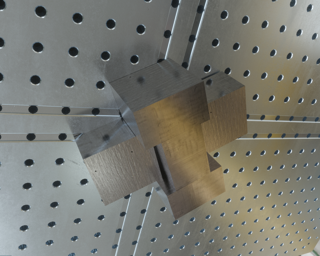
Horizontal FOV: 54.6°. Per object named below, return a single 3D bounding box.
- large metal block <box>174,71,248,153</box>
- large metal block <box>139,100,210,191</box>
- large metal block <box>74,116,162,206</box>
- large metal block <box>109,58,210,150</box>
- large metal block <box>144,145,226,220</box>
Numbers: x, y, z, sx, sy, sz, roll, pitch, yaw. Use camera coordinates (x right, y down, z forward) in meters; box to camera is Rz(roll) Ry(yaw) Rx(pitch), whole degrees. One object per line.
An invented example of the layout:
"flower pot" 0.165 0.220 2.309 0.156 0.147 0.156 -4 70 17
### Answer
"large metal block" 0.068 -0.018 0.419 0.080 0.050 0.080 -26 130 -12
"large metal block" 0.016 0.017 0.394 0.050 0.080 0.080 -26 128 -12
"large metal block" -0.051 0.038 0.391 0.080 0.050 0.080 -24 127 -14
"large metal block" -0.002 -0.031 0.354 0.080 0.080 0.050 -25 127 -13
"large metal block" 0.032 0.066 0.433 0.080 0.080 0.050 -26 128 -13
